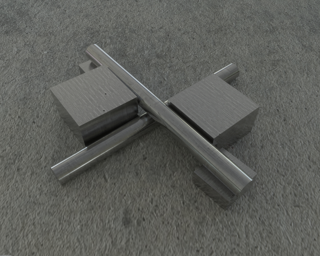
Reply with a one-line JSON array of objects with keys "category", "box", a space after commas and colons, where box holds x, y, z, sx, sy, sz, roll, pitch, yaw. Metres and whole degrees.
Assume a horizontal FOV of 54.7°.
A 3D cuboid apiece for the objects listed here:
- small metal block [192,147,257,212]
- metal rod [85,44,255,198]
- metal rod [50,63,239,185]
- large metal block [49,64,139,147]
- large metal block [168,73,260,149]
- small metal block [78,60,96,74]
[{"category": "small metal block", "box": [0.074, 0.058, 0.357, 0.050, 0.025, 0.050, -36, 59, -26]}, {"category": "metal rod", "box": [-0.006, -0.026, 0.393, 0.025, 0.025, 0.300, -32, 57, -24]}, {"category": "metal rod", "box": [-0.003, -0.017, 0.420, 0.302, 0.025, 0.025, -32, 57, -24]}, {"category": "large metal block", "box": [-0.085, -0.029, 0.410, 0.081, 0.050, 0.080, -30, 56, -23]}, {"category": "large metal block", "box": [0.066, -0.015, 0.402, 0.081, 0.050, 0.080, -32, 57, -24]}, {"category": "small metal block", "box": [-0.089, -0.084, 0.476, 0.050, 0.025, 0.050, -30, 56, -23]}]
